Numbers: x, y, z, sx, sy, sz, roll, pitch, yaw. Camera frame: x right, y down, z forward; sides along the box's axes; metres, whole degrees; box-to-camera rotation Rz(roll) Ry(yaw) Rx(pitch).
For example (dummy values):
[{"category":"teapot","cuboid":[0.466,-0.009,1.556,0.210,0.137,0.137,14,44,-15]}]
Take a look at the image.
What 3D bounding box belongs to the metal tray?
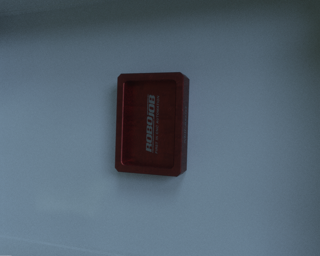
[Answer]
[{"category":"metal tray","cuboid":[-0.010,-0.006,0.407,0.090,0.030,0.129,2,90,19]}]
